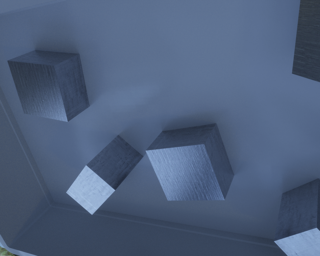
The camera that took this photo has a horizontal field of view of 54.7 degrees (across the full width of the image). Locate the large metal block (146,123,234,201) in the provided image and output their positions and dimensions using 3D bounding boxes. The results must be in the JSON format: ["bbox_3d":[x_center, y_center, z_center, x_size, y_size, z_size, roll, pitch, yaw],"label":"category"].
[{"bbox_3d":[0.040,0.046,0.400,0.080,0.050,0.080,-9,114,32],"label":"large metal block"}]

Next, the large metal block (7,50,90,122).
[{"bbox_3d":[-0.154,-0.061,0.436,0.080,0.050,0.079,10,123,23],"label":"large metal block"}]

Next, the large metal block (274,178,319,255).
[{"bbox_3d":[0.182,0.119,0.351,0.080,0.080,0.050,47,129,-5],"label":"large metal block"}]

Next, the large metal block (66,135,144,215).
[{"bbox_3d":[-0.081,0.069,0.458,0.050,0.080,0.080,41,129,0],"label":"large metal block"}]

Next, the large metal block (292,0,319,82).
[{"bbox_3d":[0.156,-0.076,0.238,0.080,0.050,0.079,39,142,52],"label":"large metal block"}]
